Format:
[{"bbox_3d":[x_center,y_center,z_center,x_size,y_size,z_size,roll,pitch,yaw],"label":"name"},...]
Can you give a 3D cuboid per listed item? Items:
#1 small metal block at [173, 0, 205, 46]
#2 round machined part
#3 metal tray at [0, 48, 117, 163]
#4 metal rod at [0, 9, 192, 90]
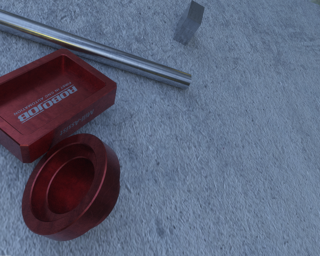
[{"bbox_3d":[0.048,-0.176,0.521,0.025,0.050,0.050,25,53,-13],"label":"small metal block"},{"bbox_3d":[-0.078,0.057,0.293,0.042,0.098,0.098,47,39,-44],"label":"round machined part"},{"bbox_3d":[-0.123,-0.031,0.339,0.090,0.030,0.131,35,49,15],"label":"metal tray"},{"bbox_3d":[-0.096,-0.106,0.416,0.302,0.025,0.025,15,56,-20],"label":"metal rod"}]
